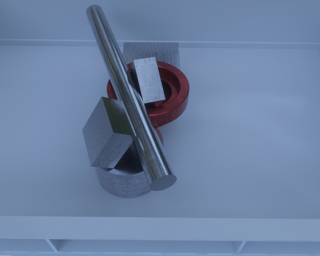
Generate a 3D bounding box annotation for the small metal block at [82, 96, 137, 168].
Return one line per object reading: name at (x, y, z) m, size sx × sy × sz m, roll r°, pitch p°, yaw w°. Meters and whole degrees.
small metal block at (-0.053, 0.005, 0.314) m, size 0.025 × 0.050 × 0.050 m, roll 11°, pitch 40°, yaw -37°

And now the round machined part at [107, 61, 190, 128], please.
round machined part at (-0.014, -0.038, 0.386) m, size 0.099 × 0.042 × 0.098 m, roll 0°, pitch 50°, yaw 0°

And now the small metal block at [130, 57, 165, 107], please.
small metal block at (-0.017, -0.050, 0.367) m, size 0.025 × 0.050 × 0.050 m, roll -12°, pitch 86°, yaw -15°

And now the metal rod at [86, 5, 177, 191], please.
metal rod at (-0.046, -0.060, 0.363) m, size 0.025 × 0.025 × 0.299 m, roll -15°, pitch 52°, yaw -12°

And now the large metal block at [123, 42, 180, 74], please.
large metal block at (-0.013, -0.081, 0.453) m, size 0.081 × 0.050 × 0.080 m, roll 0°, pitch 50°, yaw -1°

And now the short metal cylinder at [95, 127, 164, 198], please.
short metal cylinder at (-0.036, 0.033, 0.359) m, size 0.081 × 0.050 × 0.080 m, roll 0°, pitch 50°, yaw 0°
